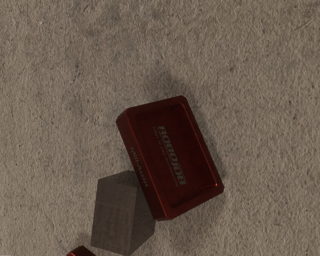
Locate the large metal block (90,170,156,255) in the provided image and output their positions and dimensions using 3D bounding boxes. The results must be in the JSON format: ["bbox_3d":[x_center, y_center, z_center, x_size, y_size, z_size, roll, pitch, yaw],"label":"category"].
[{"bbox_3d":[-0.040,0.103,0.393,0.050,0.080,0.079,8,93,19],"label":"large metal block"}]

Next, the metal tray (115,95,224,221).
[{"bbox_3d":[0.013,0.032,0.369,0.030,0.091,0.129,-33,77,55],"label":"metal tray"}]

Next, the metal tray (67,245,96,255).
[{"bbox_3d":[-0.116,0.250,0.446,0.090,0.030,0.129,31,100,17],"label":"metal tray"}]
